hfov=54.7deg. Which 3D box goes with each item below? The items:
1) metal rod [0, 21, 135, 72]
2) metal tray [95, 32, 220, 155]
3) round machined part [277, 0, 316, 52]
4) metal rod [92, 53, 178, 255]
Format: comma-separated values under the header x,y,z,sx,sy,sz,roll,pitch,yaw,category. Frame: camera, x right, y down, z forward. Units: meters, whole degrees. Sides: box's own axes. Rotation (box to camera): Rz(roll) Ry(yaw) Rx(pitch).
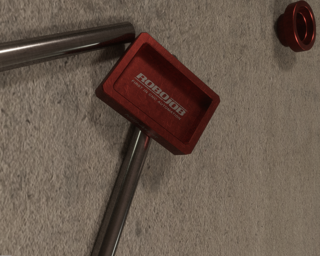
x,y,z,sx,sy,sz,roll,pitch,yaw,category
-0.146,-0.064,0.282,0.302,0.025,0.025,-25,106,-37,metal rod
0.002,-0.038,0.373,0.130,0.030,0.090,38,70,-18,metal tray
0.273,-0.202,0.626,0.099,0.042,0.097,0,90,-40,round machined part
-0.032,0.043,0.379,0.025,0.025,0.299,29,72,-37,metal rod
